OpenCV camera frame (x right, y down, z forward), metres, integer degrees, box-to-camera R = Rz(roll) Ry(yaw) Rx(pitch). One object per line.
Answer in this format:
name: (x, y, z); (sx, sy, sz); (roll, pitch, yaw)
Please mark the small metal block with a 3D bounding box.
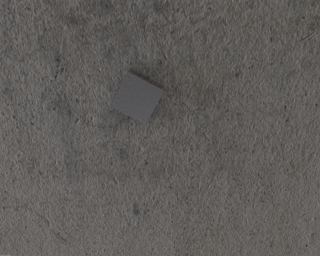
small metal block: (-0.028, -0.040, 0.395); (0.050, 0.025, 0.050); (27, 108, -10)
